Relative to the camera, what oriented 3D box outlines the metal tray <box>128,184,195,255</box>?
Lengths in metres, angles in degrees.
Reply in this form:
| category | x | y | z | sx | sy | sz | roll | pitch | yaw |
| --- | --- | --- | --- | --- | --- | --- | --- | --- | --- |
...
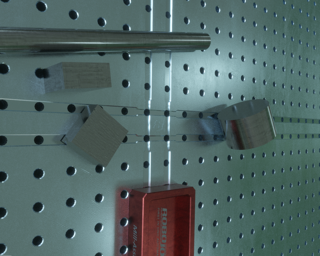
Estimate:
| category | x | y | z | sx | sy | sz | roll | pitch | yaw |
| --- | --- | --- | --- | --- | --- | --- | --- | --- | --- |
| metal tray | 0.004 | 0.144 | 0.409 | 0.091 | 0.030 | 0.129 | 2 | 89 | -40 |

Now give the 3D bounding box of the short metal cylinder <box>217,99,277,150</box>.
| category | x | y | z | sx | sy | sz | roll | pitch | yaw |
| --- | --- | --- | --- | --- | --- | --- | --- | --- | --- |
| short metal cylinder | 0.137 | -0.007 | 0.488 | 0.081 | 0.080 | 0.050 | -33 | 111 | -35 |

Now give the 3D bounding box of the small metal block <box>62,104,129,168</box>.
| category | x | y | z | sx | sy | sz | roll | pitch | yaw |
| --- | --- | --- | --- | --- | --- | --- | --- | --- | --- |
| small metal block | -0.072 | 0.009 | 0.349 | 0.050 | 0.025 | 0.050 | 44 | 64 | -31 |

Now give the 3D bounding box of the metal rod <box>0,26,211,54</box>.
| category | x | y | z | sx | sy | sz | roll | pitch | yaw |
| --- | --- | --- | --- | --- | --- | --- | --- | --- | --- |
| metal rod | -0.048 | -0.103 | 0.368 | 0.302 | 0.025 | 0.025 | -13 | 99 | -39 |

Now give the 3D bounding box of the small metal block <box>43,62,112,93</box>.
| category | x | y | z | sx | sy | sz | roll | pitch | yaw |
| --- | --- | --- | --- | --- | --- | --- | --- | --- | --- |
| small metal block | -0.086 | -0.052 | 0.321 | 0.050 | 0.050 | 0.025 | -9 | 96 | -40 |
